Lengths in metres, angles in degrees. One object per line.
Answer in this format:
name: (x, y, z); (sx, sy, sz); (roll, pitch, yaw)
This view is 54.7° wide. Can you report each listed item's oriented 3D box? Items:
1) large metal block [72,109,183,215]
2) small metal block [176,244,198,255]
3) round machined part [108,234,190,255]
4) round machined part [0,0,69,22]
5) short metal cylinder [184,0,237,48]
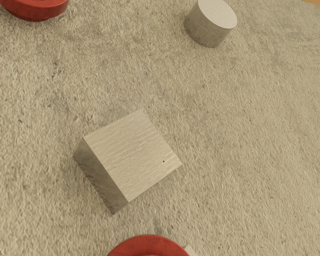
large metal block: (-0.036, 0.036, 0.347); (0.081, 0.050, 0.080); (-30, 79, -38)
small metal block: (0.025, 0.160, 0.321); (0.050, 0.025, 0.050); (49, 51, 6)
round machined part: (-0.010, 0.147, 0.276); (0.099, 0.042, 0.098); (2, 74, -6)
round machined part: (-0.172, -0.181, 0.411); (0.099, 0.042, 0.098); (14, 56, -21)
short metal cylinder: (0.090, -0.191, 0.555); (0.081, 0.050, 0.080); (14, 56, -21)
